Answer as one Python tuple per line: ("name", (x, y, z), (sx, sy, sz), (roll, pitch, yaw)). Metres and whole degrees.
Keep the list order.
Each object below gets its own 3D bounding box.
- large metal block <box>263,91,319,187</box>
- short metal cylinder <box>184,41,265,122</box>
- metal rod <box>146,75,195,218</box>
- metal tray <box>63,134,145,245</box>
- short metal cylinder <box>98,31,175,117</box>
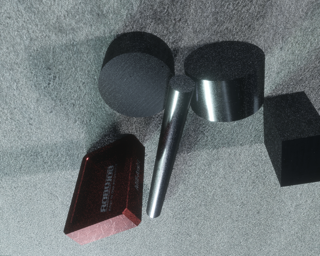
("large metal block", (0.165, 0.013, 0.384), (0.050, 0.080, 0.080), (-10, 130, 8))
("short metal cylinder", (0.069, -0.051, 0.329), (0.080, 0.080, 0.050), (-9, 130, 7))
("metal rod", (0.005, 0.050, 0.413), (0.025, 0.025, 0.298), (5, 141, -4))
("metal tray", (-0.067, 0.075, 0.401), (0.090, 0.130, 0.030), (-24, 126, 19))
("short metal cylinder", (-0.024, -0.058, 0.341), (0.081, 0.050, 0.079), (0, 130, 0))
